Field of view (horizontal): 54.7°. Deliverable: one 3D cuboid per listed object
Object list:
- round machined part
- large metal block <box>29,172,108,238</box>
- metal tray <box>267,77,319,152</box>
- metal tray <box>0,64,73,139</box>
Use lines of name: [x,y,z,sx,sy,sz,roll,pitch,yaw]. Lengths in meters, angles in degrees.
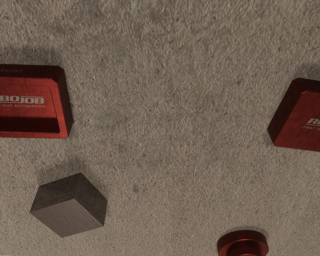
round machined part: [0.164,0.245,0.608,0.099,0.042,0.097,-1,130,0]
large metal block: [-0.142,0.125,0.495,0.080,0.050,0.080,-19,128,15]
metal tray: [0.219,-0.011,0.398,0.131,0.030,0.089,7,130,-7]
metal tray: [-0.179,-0.031,0.374,0.131,0.030,0.089,1,130,-2]
